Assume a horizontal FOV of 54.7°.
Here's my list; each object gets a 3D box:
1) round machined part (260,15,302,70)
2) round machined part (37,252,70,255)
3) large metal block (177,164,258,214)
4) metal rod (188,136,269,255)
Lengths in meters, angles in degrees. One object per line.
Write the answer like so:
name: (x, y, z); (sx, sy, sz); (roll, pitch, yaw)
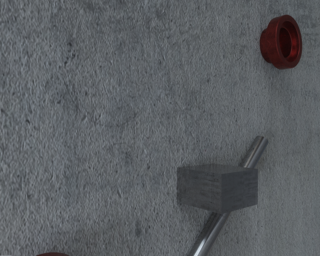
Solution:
round machined part: (0.226, -0.159, 0.586); (0.099, 0.042, 0.097); (0, 90, -40)
round machined part: (-0.115, 0.170, 0.299); (0.099, 0.042, 0.097); (0, 90, -40)
large metal block: (0.081, 0.082, 0.440); (0.081, 0.080, 0.050); (1, 90, -40)
metal rod: (0.103, 0.127, 0.493); (0.301, 0.025, 0.025); (-52, 121, -28)
